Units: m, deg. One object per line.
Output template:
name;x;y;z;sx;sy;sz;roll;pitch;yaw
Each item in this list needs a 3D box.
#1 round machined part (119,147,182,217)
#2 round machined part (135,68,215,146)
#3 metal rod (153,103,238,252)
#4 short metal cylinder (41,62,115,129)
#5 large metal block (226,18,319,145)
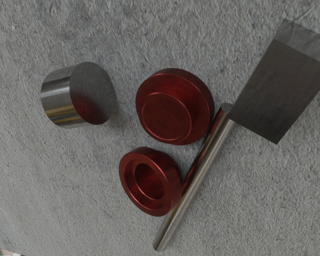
round machined part;-0.008;0.070;0.433;0.098;0.042;0.097;20;124;34
round machined part;0.013;-0.020;0.377;0.098;0.042;0.097;13;124;21
metal rod;0.040;0.090;0.441;0.025;0.025;0.298;28;128;10
short metal cylinder;-0.104;-0.041;0.401;0.050;0.080;0.080;-7;115;31
large metal block;0.111;-0.045;0.285;0.050;0.080;0.079;30;128;9
